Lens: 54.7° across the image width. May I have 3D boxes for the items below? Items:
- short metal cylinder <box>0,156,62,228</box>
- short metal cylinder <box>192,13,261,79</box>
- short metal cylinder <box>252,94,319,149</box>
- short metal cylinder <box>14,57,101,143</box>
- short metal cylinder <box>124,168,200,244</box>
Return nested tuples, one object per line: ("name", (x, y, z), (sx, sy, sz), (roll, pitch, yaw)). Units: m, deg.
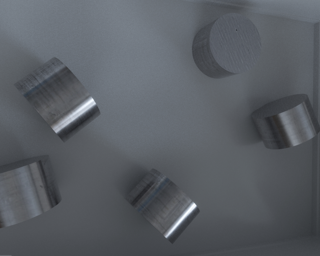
("short metal cylinder", (-0.151, 0.064, 0.326), (0.081, 0.080, 0.050), (-17, 96, -20))
("short metal cylinder", (0.092, -0.112, 0.433), (0.081, 0.050, 0.079), (0, 90, -21))
("short metal cylinder", (0.182, -0.010, 0.451), (0.080, 0.080, 0.050), (-29, 100, -18))
("short metal cylinder", (-0.111, -0.030, 0.341), (0.050, 0.080, 0.080), (-41, 103, -15))
("short metal cylinder", (0.002, 0.096, 0.383), (0.050, 0.080, 0.080), (-46, 105, -14))
